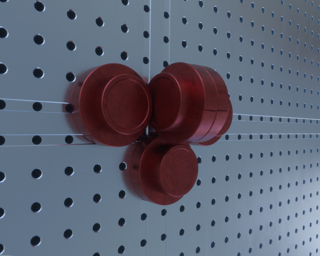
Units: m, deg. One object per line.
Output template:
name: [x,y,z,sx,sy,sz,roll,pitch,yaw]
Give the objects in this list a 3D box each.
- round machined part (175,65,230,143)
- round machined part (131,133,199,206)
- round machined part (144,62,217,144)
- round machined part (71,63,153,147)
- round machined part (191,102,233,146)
round machined part: [0.050,-0.030,0.398,0.042,0.098,0.097,-1,91,-40]
round machined part: [0.013,0.054,0.411,0.099,0.042,0.097,0,90,-40]
round machined part: [0.017,-0.030,0.369,0.042,0.098,0.097,2,89,-40]
round machined part: [-0.048,-0.026,0.359,0.099,0.042,0.097,0,90,-40]
round machined part: [0.070,-0.022,0.459,0.099,0.042,0.097,0,90,-40]
